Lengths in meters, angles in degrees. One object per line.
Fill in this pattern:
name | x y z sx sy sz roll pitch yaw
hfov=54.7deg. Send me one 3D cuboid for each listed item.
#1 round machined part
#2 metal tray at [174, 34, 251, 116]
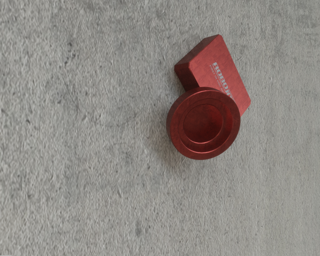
round machined part | 0.056 -0.009 0.424 0.099 0.042 0.097 -5 111 -13
metal tray | 0.085 -0.064 0.475 0.090 0.030 0.130 -47 118 -30
